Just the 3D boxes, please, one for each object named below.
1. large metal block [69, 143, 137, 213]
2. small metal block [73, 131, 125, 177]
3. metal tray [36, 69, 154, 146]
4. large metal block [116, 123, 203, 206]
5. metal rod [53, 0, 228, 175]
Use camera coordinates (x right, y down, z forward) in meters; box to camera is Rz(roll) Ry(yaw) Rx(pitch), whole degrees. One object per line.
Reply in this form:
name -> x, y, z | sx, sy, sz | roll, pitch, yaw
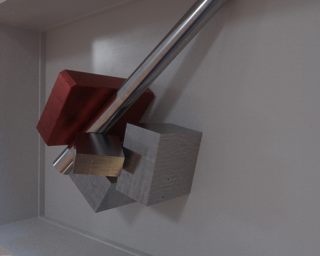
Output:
large metal block -> -0.068, 0.061, 0.425 | 0.080, 0.081, 0.050 | 44, 116, 31
small metal block -> -0.070, 0.029, 0.348 | 0.050, 0.050, 0.025 | -119, 40, -60
metal tray -> -0.079, -0.022, 0.399 | 0.030, 0.131, 0.089 | 48, 120, 30
large metal block -> 0.000, 0.039, 0.368 | 0.050, 0.081, 0.079 | 17, 101, 38
metal rod -> -0.022, -0.057, 0.363 | 0.299, 0.025, 0.025 | -47, 61, 10
